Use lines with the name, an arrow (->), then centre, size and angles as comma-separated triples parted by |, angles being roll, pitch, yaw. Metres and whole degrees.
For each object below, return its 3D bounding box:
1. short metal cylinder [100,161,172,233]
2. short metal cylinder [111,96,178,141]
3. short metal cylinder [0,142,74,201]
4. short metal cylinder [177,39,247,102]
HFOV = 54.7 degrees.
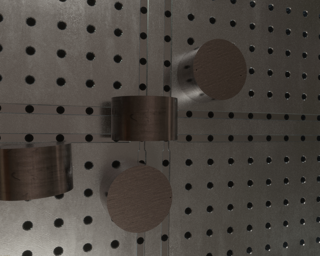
short metal cylinder -> -0.031, 0.084, 0.389 | 0.081, 0.050, 0.079 | 0, 90, -21
short metal cylinder -> -0.019, -0.011, 0.377 | 0.081, 0.080, 0.050 | 0, 91, -20
short metal cylinder -> -0.136, 0.043, 0.333 | 0.081, 0.080, 0.050 | -3, 91, -20
short metal cylinder -> 0.071, -0.076, 0.427 | 0.081, 0.050, 0.079 | 0, 90, -21
